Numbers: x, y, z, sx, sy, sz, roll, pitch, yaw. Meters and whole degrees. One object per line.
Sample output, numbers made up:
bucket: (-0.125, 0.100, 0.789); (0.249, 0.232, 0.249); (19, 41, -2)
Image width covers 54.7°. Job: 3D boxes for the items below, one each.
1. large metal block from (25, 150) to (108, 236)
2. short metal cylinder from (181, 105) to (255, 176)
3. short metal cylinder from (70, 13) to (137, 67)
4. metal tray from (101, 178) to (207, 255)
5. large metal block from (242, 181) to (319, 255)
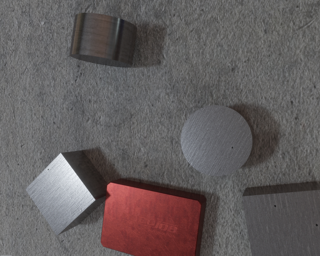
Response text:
large metal block: (-0.128, 0.089, 0.441); (0.080, 0.050, 0.080); (-44, 77, 15)
short metal cylinder: (0.071, 0.014, 0.371); (0.080, 0.050, 0.080); (0, 90, 20)
short metal cylinder: (-0.073, -0.112, 0.406); (0.080, 0.080, 0.050); (10, 94, 19)
metal tray: (-0.010, 0.124, 0.410); (0.130, 0.030, 0.089); (8, 93, 19)
large metal block: (0.141, 0.107, 0.346); (0.080, 0.050, 0.080); (-10, 87, 19)
